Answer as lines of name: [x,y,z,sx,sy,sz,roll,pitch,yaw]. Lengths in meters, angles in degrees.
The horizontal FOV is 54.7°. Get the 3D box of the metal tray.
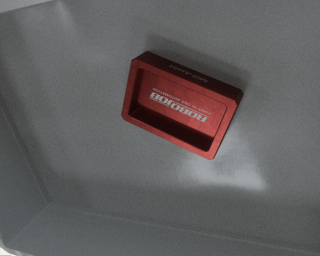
metal tray: [0.022,-0.027,0.375,0.130,0.030,0.089,25,127,12]
